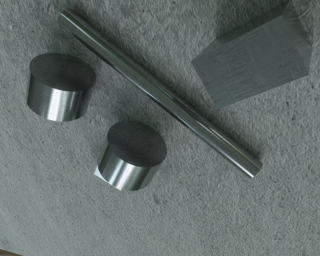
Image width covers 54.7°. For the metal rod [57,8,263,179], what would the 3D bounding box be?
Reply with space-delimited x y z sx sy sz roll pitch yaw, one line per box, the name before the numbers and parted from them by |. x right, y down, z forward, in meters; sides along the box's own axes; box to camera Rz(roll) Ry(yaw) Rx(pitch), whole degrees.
metal rod | 0.000 -0.043 0.379 0.300 0.025 0.025 39 129 1

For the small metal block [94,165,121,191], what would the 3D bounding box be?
small metal block | -0.069 0.062 0.479 0.050 0.025 0.050 31 128 8

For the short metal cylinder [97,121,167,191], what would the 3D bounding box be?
short metal cylinder | -0.037 0.036 0.412 0.080 0.080 0.050 33 129 6

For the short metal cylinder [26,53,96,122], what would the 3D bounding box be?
short metal cylinder | -0.129 -0.054 0.404 0.080 0.080 0.050 32 128 7

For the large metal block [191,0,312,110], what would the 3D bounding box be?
large metal block | 0.086 -0.068 0.283 0.080 0.080 0.050 -21 107 35
